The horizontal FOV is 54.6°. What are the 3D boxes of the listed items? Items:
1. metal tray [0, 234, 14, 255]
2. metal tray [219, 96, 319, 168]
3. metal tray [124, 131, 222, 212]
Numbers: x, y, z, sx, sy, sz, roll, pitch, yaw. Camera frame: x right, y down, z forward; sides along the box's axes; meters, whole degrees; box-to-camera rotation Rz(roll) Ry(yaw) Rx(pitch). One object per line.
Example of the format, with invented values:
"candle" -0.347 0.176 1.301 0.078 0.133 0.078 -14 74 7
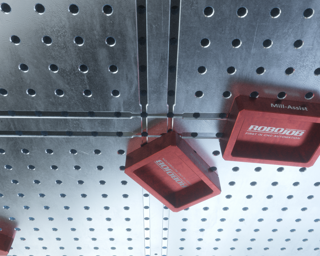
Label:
"metal tray" -0.365 0.226 0.597 0.131 0.030 0.090 28 125 -22
"metal tray" 0.155 0.008 0.415 0.131 0.030 0.089 5 130 -5
"metal tray" 0.021 0.071 0.468 0.090 0.030 0.130 -30 124 23
